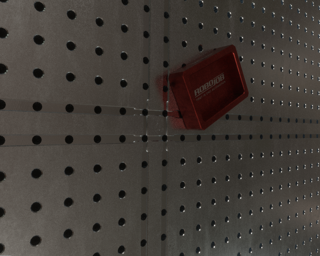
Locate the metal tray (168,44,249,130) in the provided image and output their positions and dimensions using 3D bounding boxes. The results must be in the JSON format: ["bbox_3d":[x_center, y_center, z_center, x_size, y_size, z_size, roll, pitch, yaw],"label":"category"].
[{"bbox_3d":[0.079,-0.064,0.474,0.131,0.030,0.090,-34,111,-35],"label":"metal tray"}]
